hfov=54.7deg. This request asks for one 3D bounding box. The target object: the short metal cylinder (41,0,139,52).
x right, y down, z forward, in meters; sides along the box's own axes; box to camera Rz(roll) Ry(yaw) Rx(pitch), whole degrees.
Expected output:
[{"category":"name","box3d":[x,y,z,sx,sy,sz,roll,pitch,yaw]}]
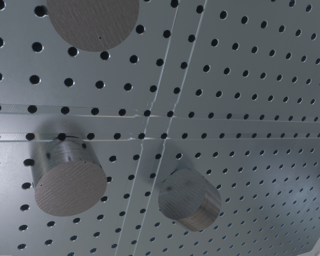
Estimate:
[{"category":"short metal cylinder","box3d":[-0.066,-0.117,0.287,0.081,0.050,0.079,-14,124,-21]}]

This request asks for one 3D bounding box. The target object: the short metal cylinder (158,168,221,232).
[{"category":"short metal cylinder","box3d":[0.045,0.108,0.467,0.080,0.080,0.050,-43,129,2]}]

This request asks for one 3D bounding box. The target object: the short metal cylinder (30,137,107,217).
[{"category":"short metal cylinder","box3d":[-0.110,0.058,0.371,0.081,0.050,0.079,-14,124,-21]}]
